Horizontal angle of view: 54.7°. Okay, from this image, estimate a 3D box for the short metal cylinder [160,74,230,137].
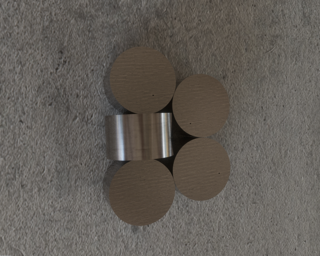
[{"bbox_3d":[0.044,-0.029,0.412,0.081,0.050,0.080,0,91,-20],"label":"short metal cylinder"}]

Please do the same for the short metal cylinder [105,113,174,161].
[{"bbox_3d":[-0.025,0.009,0.372,0.081,0.080,0.050,-3,92,-20],"label":"short metal cylinder"}]

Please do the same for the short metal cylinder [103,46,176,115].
[{"bbox_3d":[-0.027,-0.056,0.387,0.081,0.050,0.080,0,90,-19],"label":"short metal cylinder"}]

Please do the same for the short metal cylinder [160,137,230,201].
[{"bbox_3d":[0.045,0.051,0.413,0.081,0.050,0.080,0,91,-19],"label":"short metal cylinder"}]

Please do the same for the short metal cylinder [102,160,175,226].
[{"bbox_3d":[-0.028,0.075,0.387,0.081,0.050,0.080,0,90,-19],"label":"short metal cylinder"}]
